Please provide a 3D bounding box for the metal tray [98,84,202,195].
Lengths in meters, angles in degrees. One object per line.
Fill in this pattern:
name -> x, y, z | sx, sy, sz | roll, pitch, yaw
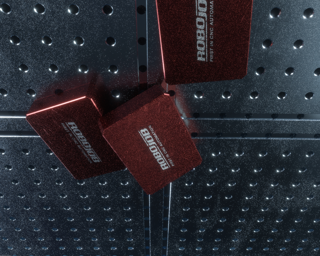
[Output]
metal tray -> -0.008, 0.019, 0.404 | 0.090, 0.030, 0.130 | -32, 127, -3

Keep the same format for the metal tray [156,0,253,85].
metal tray -> 0.044, -0.109, 0.316 | 0.090, 0.030, 0.129 | -5, 130, 4

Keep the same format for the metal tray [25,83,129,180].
metal tray -> -0.101, 0.011, 0.417 | 0.090, 0.030, 0.130 | -16, 129, 13
